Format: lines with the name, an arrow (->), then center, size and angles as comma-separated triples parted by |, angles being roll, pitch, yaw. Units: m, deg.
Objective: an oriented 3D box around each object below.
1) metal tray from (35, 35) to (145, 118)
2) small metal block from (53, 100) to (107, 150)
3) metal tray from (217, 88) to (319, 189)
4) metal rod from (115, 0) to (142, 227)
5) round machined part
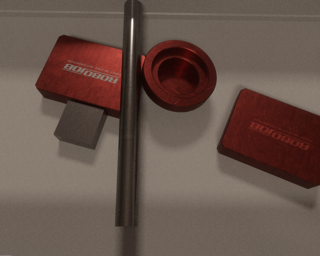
metal tray -> -0.092, -0.071, 0.432 | 0.131, 0.030, 0.090 | 16, 71, 5
small metal block -> -0.104, -0.004, 0.410 | 0.050, 0.025, 0.050 | 15, 71, 5
metal tray -> 0.152, 0.013, 0.404 | 0.131, 0.030, 0.090 | 22, 71, 7
metal rod -> -0.037, -0.033, 0.389 | 0.025, 0.025, 0.299 | 0, 70, -1
round machined part -> 0.023, -0.065, 0.418 | 0.099, 0.042, 0.098 | 4, 69, -11
